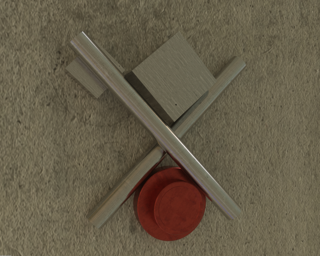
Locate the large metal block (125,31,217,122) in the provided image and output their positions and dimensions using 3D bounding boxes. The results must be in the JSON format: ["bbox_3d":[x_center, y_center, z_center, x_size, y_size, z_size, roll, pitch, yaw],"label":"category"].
[{"bbox_3d":[0.012,-0.064,0.403,0.080,0.050,0.080,-44,104,-15],"label":"large metal block"}]

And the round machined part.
[{"bbox_3d":[0.018,0.101,0.409,0.099,0.042,0.097,0,90,-21],"label":"round machined part"}]

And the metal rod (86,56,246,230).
[{"bbox_3d":[0.017,0.010,0.419,0.025,0.025,0.301,47,75,-15],"label":"metal rod"}]

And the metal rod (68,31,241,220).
[{"bbox_3d":[0.003,0.007,0.385,0.025,0.025,0.300,-46,105,-14],"label":"metal rod"}]

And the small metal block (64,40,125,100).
[{"bbox_3d":[-0.081,-0.071,0.382,0.050,0.025,0.050,45,76,-15],"label":"small metal block"}]
